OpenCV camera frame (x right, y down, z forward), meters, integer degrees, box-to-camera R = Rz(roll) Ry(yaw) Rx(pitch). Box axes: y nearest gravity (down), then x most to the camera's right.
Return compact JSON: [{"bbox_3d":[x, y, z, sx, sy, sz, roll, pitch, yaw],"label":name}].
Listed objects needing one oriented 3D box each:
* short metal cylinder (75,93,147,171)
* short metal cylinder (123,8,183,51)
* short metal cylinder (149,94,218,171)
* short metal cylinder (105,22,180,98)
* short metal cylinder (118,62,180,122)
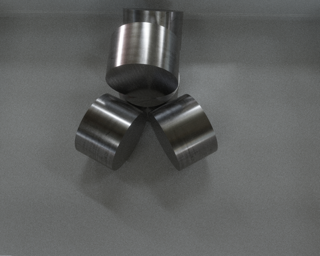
[{"bbox_3d":[-0.058,0.005,0.376,0.050,0.080,0.080,28,72,10],"label":"short metal cylinder"},{"bbox_3d":[-0.010,-0.134,0.421,0.080,0.080,0.050,4,113,1],"label":"short metal cylinder"},{"bbox_3d":[0.027,0.005,0.377,0.050,0.080,0.080,-27,73,-9],"label":"short metal cylinder"},{"bbox_3d":[-0.018,-0.074,0.352,0.080,0.080,0.050,3,70,1],"label":"short metal cylinder"},{"bbox_3d":[-0.015,-0.055,0.413,0.081,0.050,0.080,0,70,0],"label":"short metal cylinder"}]
